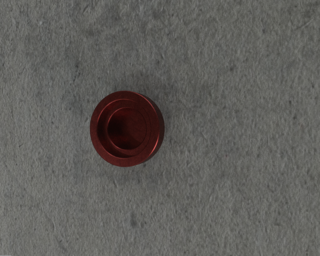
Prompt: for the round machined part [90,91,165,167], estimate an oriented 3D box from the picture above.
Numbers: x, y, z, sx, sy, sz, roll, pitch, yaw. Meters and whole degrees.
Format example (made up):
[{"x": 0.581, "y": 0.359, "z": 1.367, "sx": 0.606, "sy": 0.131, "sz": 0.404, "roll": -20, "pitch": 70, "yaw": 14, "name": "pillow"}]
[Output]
[{"x": -0.040, "y": 0.001, "z": 0.413, "sx": 0.098, "sy": 0.042, "sz": 0.097, "roll": 0, "pitch": 90, "yaw": 19, "name": "round machined part"}]
